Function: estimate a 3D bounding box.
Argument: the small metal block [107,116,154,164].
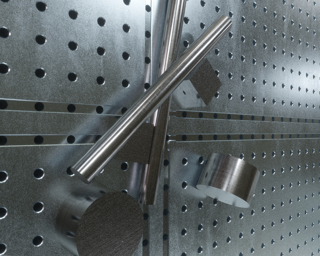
[{"bbox_3d":[-0.038,0.015,0.377,0.050,0.025,0.050,14,81,-39],"label":"small metal block"}]

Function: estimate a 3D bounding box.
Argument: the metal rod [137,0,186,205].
[{"bbox_3d":[0.005,-0.051,0.412,0.025,0.025,0.298,15,81,-39],"label":"metal rod"}]

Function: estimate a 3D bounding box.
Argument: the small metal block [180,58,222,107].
[{"bbox_3d":[0.060,-0.067,0.459,0.050,0.025,0.050,-52,121,-27],"label":"small metal block"}]

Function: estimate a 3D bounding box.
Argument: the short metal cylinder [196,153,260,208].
[{"bbox_3d":[0.100,0.078,0.458,0.080,0.080,0.050,38,67,-34],"label":"short metal cylinder"}]

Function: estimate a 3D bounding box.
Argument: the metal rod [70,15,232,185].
[{"bbox_3d":[0.007,-0.052,0.380,0.301,0.025,0.025,-49,119,-28],"label":"metal rod"}]

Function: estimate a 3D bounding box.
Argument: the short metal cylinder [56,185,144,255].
[{"bbox_3d":[-0.065,0.106,0.339,0.081,0.050,0.079,0,91,-40],"label":"short metal cylinder"}]
